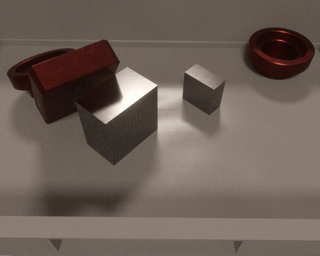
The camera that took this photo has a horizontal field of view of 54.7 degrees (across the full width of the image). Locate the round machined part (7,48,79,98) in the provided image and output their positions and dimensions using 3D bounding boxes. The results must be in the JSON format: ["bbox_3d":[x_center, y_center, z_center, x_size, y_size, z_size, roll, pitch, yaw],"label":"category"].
[{"bbox_3d":[-0.159,-0.076,0.441,0.098,0.042,0.098,-10,31,7],"label":"round machined part"}]

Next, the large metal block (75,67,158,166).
[{"bbox_3d":[-0.049,-0.014,0.381,0.050,0.080,0.080,35,58,25],"label":"large metal block"}]

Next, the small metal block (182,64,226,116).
[{"bbox_3d":[0.060,-0.054,0.435,0.050,0.050,0.025,36,59,26],"label":"small metal block"}]

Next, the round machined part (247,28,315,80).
[{"bbox_3d":[0.188,-0.115,0.493,0.099,0.042,0.098,0,50,0],"label":"round machined part"}]

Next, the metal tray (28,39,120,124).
[{"bbox_3d":[-0.106,-0.051,0.380,0.091,0.130,0.030,-28,87,-22],"label":"metal tray"}]
